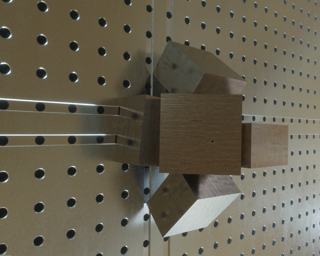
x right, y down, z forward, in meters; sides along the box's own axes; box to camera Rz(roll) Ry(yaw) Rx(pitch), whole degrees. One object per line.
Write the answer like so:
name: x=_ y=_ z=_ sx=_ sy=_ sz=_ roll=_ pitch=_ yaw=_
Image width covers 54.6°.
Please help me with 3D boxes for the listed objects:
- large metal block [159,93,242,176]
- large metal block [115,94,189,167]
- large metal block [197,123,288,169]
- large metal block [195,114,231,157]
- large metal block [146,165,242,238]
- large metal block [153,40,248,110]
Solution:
large metal block: x=0.042 y=0.006 z=0.332 sx=0.080 sy=0.050 sz=0.080 roll=1 pitch=90 yaw=5
large metal block: x=-0.005 y=0.006 z=0.388 sx=0.081 sy=0.050 sz=0.080 roll=9 pitch=85 yaw=-40
large metal block: x=0.105 y=0.020 z=0.395 sx=0.081 sy=0.080 sz=0.050 roll=2 pitch=89 yaw=-40
large metal block: x=0.061 y=0.010 z=0.442 sx=0.081 sy=0.050 sz=0.080 roll=4 pitch=88 yaw=-40
large metal block: x=0.042 y=0.091 z=0.401 sx=0.081 sy=0.050 sz=0.080 roll=3 pitch=133 yaw=-40
large metal block: x=0.051 y=-0.066 z=0.405 sx=0.081 sy=0.080 sz=0.050 roll=3 pitch=127 yaw=-40
